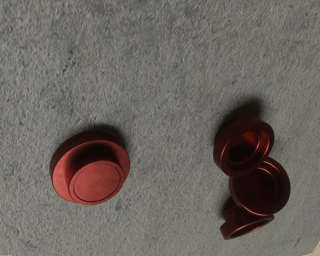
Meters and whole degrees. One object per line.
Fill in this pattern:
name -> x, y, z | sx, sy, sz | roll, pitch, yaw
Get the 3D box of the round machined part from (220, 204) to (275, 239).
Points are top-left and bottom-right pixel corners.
round machined part -> 0.153, 0.164, 0.565 | 0.099, 0.042, 0.098 | -17, 149, -10

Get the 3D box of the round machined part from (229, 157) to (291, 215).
round machined part -> 0.163, 0.097, 0.522 | 0.099, 0.098, 0.042 | -24, 168, -14

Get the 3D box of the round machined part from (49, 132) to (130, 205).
round machined part -> -0.083, 0.057, 0.385 | 0.099, 0.042, 0.097 | -14, 124, -21

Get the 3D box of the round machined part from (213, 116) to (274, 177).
round machined part -> 0.123, 0.024, 0.478 | 0.099, 0.042, 0.097 | -14, 124, -21
